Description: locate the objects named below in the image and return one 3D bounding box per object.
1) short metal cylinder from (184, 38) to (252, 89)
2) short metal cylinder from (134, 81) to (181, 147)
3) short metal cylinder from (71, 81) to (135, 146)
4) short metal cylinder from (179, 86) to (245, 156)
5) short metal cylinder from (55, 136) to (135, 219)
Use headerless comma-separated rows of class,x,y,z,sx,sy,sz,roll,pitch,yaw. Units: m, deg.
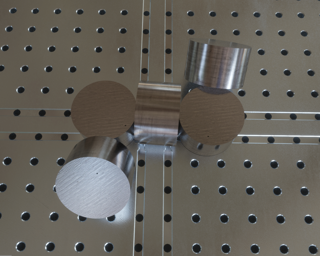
short metal cylinder,0.075,-0.087,0.408,0.080,0.080,0.050,8,112,2
short metal cylinder,-0.002,-0.018,0.389,0.050,0.080,0.080,5,70,1
short metal cylinder,-0.069,-0.014,0.402,0.081,0.050,0.080,0,70,0
short metal cylinder,0.063,-0.009,0.402,0.081,0.050,0.080,0,70,0
short metal cylinder,-0.071,0.056,0.355,0.081,0.050,0.079,0,114,1
